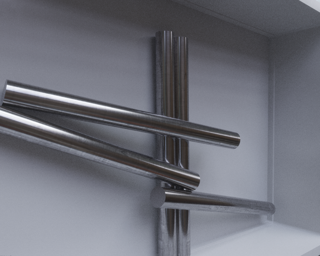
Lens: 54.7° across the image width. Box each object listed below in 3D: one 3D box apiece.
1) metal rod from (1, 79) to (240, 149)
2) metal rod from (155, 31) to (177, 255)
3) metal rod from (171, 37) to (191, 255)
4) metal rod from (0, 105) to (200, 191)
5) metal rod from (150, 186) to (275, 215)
[{"bbox_3d":[-0.018,-0.007,0.366,0.302,0.025,0.025,12,83,-32],"label":"metal rod"},{"bbox_3d":[0.008,0.024,0.412,0.025,0.025,0.298,-2,91,-40],"label":"metal rod"},{"bbox_3d":[0.028,0.027,0.428,0.025,0.025,0.298,-1,91,-40],"label":"metal rod"},{"bbox_3d":[-0.073,0.022,0.328,0.302,0.025,0.025,23,76,-32],"label":"metal rod"},{"bbox_3d":[0.100,0.115,0.469,0.302,0.025,0.025,19,78,-44],"label":"metal rod"}]
